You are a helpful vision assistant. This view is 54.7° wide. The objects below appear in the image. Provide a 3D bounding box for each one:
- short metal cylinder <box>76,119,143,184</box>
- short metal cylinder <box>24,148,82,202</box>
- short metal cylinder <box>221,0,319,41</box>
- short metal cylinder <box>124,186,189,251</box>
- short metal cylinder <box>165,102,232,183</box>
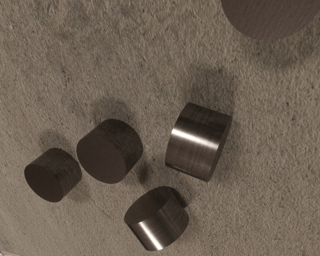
[{"bbox_3d":[-0.072,0.033,0.447,0.080,0.050,0.079,13,124,20],"label":"short metal cylinder"},{"bbox_3d":[-0.184,0.081,0.535,0.080,0.050,0.079,13,124,20],"label":"short metal cylinder"},{"bbox_3d":[0.098,-0.121,0.264,0.080,0.050,0.079,13,124,20],"label":"short metal cylinder"},{"bbox_3d":[-0.005,0.131,0.453,0.080,0.080,0.050,-23,106,36],"label":"short metal cylinder"},{"bbox_3d":[0.045,0.016,0.357,0.050,0.080,0.079,20,126,16],"label":"short metal cylinder"}]
